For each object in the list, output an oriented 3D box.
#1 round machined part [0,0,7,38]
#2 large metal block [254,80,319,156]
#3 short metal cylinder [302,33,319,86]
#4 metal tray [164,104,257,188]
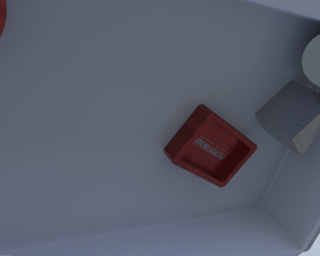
[{"bbox_3d":[-0.164,-0.089,0.231,0.099,0.042,0.097,-36,143,-32],"label":"round machined part"},{"bbox_3d":[0.211,-0.017,0.481,0.080,0.080,0.050,-43,130,1],"label":"large metal block"},{"bbox_3d":[0.248,-0.100,0.440,0.050,0.080,0.079,-34,142,-58],"label":"short metal cylinder"},{"bbox_3d":[0.080,0.032,0.471,0.131,0.030,0.090,31,101,-38],"label":"metal tray"}]
